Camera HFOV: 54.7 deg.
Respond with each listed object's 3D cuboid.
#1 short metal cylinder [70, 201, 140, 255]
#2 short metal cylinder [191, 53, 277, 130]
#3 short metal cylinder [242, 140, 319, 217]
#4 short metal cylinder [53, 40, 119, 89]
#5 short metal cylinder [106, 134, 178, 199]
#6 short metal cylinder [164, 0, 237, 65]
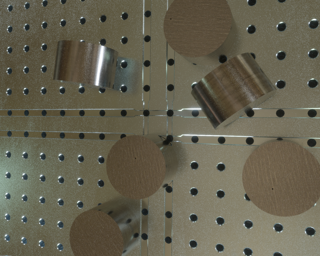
[{"bbox_3d":[-0.075,0.146,0.426,0.080,0.050,0.079,0,90,20],"label":"short metal cylinder"},{"bbox_3d":[0.083,-0.040,0.354,0.080,0.080,0.050,-35,79,17],"label":"short metal cylinder"},{"bbox_3d":[0.137,0.054,0.351,0.080,0.050,0.079,0,90,20],"label":"short metal cylinder"},{"bbox_3d":[-0.099,-0.083,0.418,0.080,0.080,0.050,9,93,20],"label":"short metal cylinder"},{"bbox_3d":[-0.022,0.048,0.407,0.080,0.050,0.080,0,90,19],"label":"short metal cylinder"},{"bbox_3d":[0.051,-0.122,0.381,0.080,0.050,0.079,0,90,20],"label":"short metal cylinder"}]
